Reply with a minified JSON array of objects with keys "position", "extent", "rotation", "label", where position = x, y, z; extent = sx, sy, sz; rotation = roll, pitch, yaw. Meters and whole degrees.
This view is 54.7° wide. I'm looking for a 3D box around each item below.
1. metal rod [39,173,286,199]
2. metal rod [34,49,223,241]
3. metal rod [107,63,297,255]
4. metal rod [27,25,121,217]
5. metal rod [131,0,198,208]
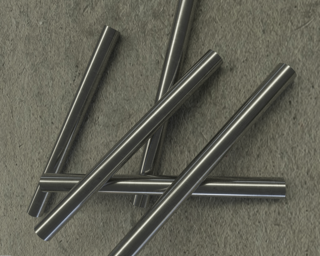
[{"position":[-0.005,0.071,0.386],"extent":[0.301,0.025,0.025],"rotation":[-1,90,10],"label":"metal rod"},{"position":[-0.035,0.018,0.377],"extent":[0.025,0.025,0.300],"rotation":[44,87,14],"label":"metal rod"},{"position":[0.047,0.045,0.354],"extent":[0.025,0.025,0.300],"rotation":[42,89,15],"label":"metal rod"},{"position":[-0.129,-0.004,0.452],"extent":[0.025,0.025,0.298],"rotation":[28,99,17],"label":"metal rod"},{"position":[0.007,-0.042,0.405],"extent":[0.025,0.025,0.298],"rotation":[15,95,19],"label":"metal rod"}]
